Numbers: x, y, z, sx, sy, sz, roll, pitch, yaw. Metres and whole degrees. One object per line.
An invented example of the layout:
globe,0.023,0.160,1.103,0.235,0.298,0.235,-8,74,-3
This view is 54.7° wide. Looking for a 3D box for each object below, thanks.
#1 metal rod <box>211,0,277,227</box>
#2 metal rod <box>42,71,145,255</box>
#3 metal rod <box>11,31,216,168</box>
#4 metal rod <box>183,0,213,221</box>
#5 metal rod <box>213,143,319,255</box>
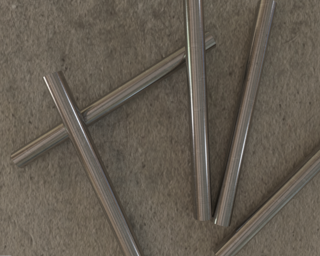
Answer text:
metal rod,0.111,-0.020,0.411,0.025,0.025,0.298,12,90,-1
metal rod,-0.073,0.073,0.392,0.025,0.025,0.299,-23,97,0
metal rod,-0.060,-0.038,0.409,0.301,0.025,0.025,-32,90,-1
metal rod,0.048,-0.030,0.393,0.025,0.025,0.298,-4,97,-1
metal rod,0.186,0.066,0.412,0.300,0.025,0.025,-45,91,-1
